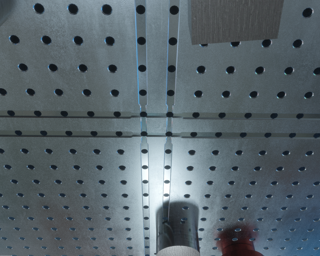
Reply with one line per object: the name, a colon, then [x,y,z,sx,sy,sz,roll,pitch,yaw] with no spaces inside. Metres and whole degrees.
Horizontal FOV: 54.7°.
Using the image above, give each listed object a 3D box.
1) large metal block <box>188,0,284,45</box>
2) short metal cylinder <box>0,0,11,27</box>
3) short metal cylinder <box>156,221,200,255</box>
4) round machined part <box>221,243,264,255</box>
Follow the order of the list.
large metal block: [0.067,-0.128,0.287,0.080,0.050,0.080,-4,130,3]
short metal cylinder: [-0.192,-0.120,0.291,0.081,0.050,0.079,0,130,0]
short metal cylinder: [0.033,0.218,0.581,0.081,0.050,0.079,0,130,0]
round machined part: [0.165,0.273,0.634,0.099,0.042,0.097,0,130,0]
